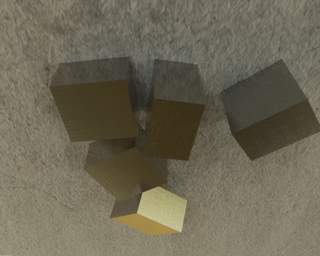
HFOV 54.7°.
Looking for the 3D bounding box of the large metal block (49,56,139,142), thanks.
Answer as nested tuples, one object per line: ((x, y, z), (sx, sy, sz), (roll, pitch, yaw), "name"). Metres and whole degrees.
((-0.071, -0.032, 0.362), (0.080, 0.050, 0.080), (-5, 130, 3), "large metal block")

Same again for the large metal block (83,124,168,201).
((-0.045, 0.048, 0.432), (0.080, 0.050, 0.080), (-25, 126, 19), "large metal block")

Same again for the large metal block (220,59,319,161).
((0.123, -0.021, 0.355), (0.080, 0.080, 0.050), (-28, 125, 21), "large metal block")

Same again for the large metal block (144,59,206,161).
((0.013, -0.021, 0.353), (0.050, 0.080, 0.079), (7, 130, -6), "large metal block")

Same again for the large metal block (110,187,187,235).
((-0.018, 0.127, 0.482), (0.080, 0.050, 0.080), (31, 145, -25), "large metal block")
